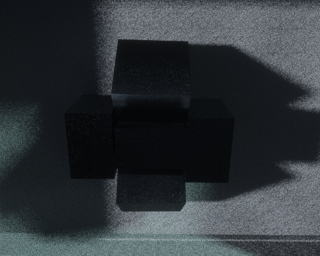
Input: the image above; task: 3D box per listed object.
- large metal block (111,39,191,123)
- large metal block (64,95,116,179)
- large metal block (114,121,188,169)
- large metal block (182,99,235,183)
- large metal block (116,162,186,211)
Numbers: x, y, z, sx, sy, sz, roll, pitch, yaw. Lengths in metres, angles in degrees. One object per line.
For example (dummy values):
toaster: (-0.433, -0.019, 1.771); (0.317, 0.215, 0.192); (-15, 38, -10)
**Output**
large metal block: (-0.009, -0.054, 0.354); (0.081, 0.080, 0.050); (2, 148, -1)
large metal block: (-0.078, 0.008, 0.383); (0.050, 0.080, 0.079); (1, 110, 0)
large metal block: (-0.010, 0.010, 0.384); (0.081, 0.080, 0.050); (1, 110, -1)
large metal block: (0.055, 0.013, 0.386); (0.050, 0.080, 0.079); (1, 110, 0)
large metal block: (-0.011, 0.078, 0.402); (0.081, 0.080, 0.050); (0, 68, -2)
